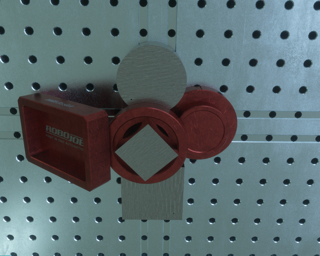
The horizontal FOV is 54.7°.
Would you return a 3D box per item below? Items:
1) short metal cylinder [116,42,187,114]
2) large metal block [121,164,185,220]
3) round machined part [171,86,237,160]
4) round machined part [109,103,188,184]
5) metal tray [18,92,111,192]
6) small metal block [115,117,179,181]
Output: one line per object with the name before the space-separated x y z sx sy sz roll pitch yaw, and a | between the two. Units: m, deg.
short metal cylinder | -0.010 -0.062 0.376 0.081 0.050 0.079 0 110 0
large metal block | -0.010 0.077 0.425 0.081 0.050 0.079 1 110 -1
round machined part | 0.052 -0.002 0.402 0.099 0.042 0.097 0 110 0
round machined part | -0.017 0.016 0.379 0.099 0.042 0.097 0 110 0
metal tray | -0.118 0.013 0.376 0.130 0.030 0.089 15 115 34
small metal block | -0.015 0.024 0.356 0.050 0.025 0.050 -40 106 13
